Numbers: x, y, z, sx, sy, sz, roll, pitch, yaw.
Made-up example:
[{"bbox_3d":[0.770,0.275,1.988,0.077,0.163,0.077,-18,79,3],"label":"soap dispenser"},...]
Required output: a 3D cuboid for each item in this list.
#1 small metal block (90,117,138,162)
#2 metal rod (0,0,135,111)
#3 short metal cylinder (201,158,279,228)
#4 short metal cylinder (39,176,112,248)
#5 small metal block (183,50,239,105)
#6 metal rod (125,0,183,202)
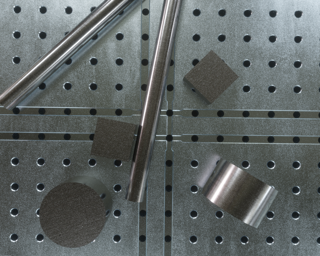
[{"bbox_3d":[-0.060,0.015,0.413,0.050,0.025,0.050,11,90,0],"label":"small metal block"},{"bbox_3d":[-0.095,-0.133,0.412,0.300,0.025,0.025,-42,90,0],"label":"metal rod"},{"bbox_3d":[0.099,0.079,0.387,0.080,0.080,0.050,31,90,0],"label":"short metal cylinder"},{"bbox_3d":[-0.106,0.105,0.400,0.081,0.050,0.079,0,90,0],"label":"short metal cylinder"},{"bbox_3d":[0.067,-0.067,0.414,0.050,0.025,0.050,-45,90,0],"label":"small metal block"},{"bbox_3d":[-0.006,-0.051,0.413,0.025,0.025,0.298,11,90,0],"label":"metal rod"}]
